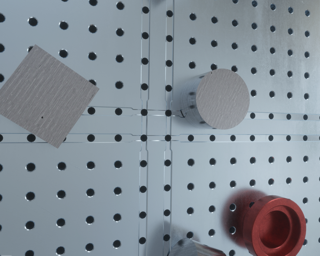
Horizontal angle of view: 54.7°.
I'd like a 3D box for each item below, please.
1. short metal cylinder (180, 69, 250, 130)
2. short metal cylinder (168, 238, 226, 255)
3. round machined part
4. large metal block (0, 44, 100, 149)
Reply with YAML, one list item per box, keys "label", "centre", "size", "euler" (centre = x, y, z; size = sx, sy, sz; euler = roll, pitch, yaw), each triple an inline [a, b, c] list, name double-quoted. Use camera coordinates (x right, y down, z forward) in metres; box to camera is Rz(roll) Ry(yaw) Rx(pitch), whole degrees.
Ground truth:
- label: "short metal cylinder"
  centre: [0.075, -0.038, 0.427]
  size: [0.081, 0.050, 0.079]
  euler: [0, 90, -20]
- label: "short metal cylinder"
  centre: [0.046, 0.190, 0.401]
  size: [0.050, 0.080, 0.080]
  euler: [26, 81, -18]
- label: "round machined part"
  centre: [0.165, 0.149, 0.465]
  size: [0.099, 0.042, 0.097]
  euler: [0, 90, -20]
- label: "large metal block"
  centre: [-0.129, -0.033, 0.352]
  size: [0.080, 0.050, 0.080]
  euler: [35, 79, -17]
